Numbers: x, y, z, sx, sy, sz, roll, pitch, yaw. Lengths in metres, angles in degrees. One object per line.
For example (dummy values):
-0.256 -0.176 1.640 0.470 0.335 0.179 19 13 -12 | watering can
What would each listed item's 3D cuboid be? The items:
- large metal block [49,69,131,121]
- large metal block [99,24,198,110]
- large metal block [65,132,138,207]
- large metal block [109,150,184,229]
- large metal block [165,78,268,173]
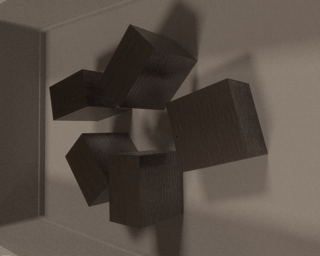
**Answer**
-0.100 -0.043 0.451 0.080 0.081 0.050 -16 80 38 | large metal block
-0.014 -0.070 0.381 0.050 0.081 0.080 49 119 28 | large metal block
-0.069 0.053 0.426 0.050 0.081 0.080 -48 62 29 | large metal block
-0.015 0.070 0.382 0.050 0.081 0.079 -2 89 39 | large metal block
0.060 0.000 0.339 0.080 0.050 0.080 -20 78 38 | large metal block
